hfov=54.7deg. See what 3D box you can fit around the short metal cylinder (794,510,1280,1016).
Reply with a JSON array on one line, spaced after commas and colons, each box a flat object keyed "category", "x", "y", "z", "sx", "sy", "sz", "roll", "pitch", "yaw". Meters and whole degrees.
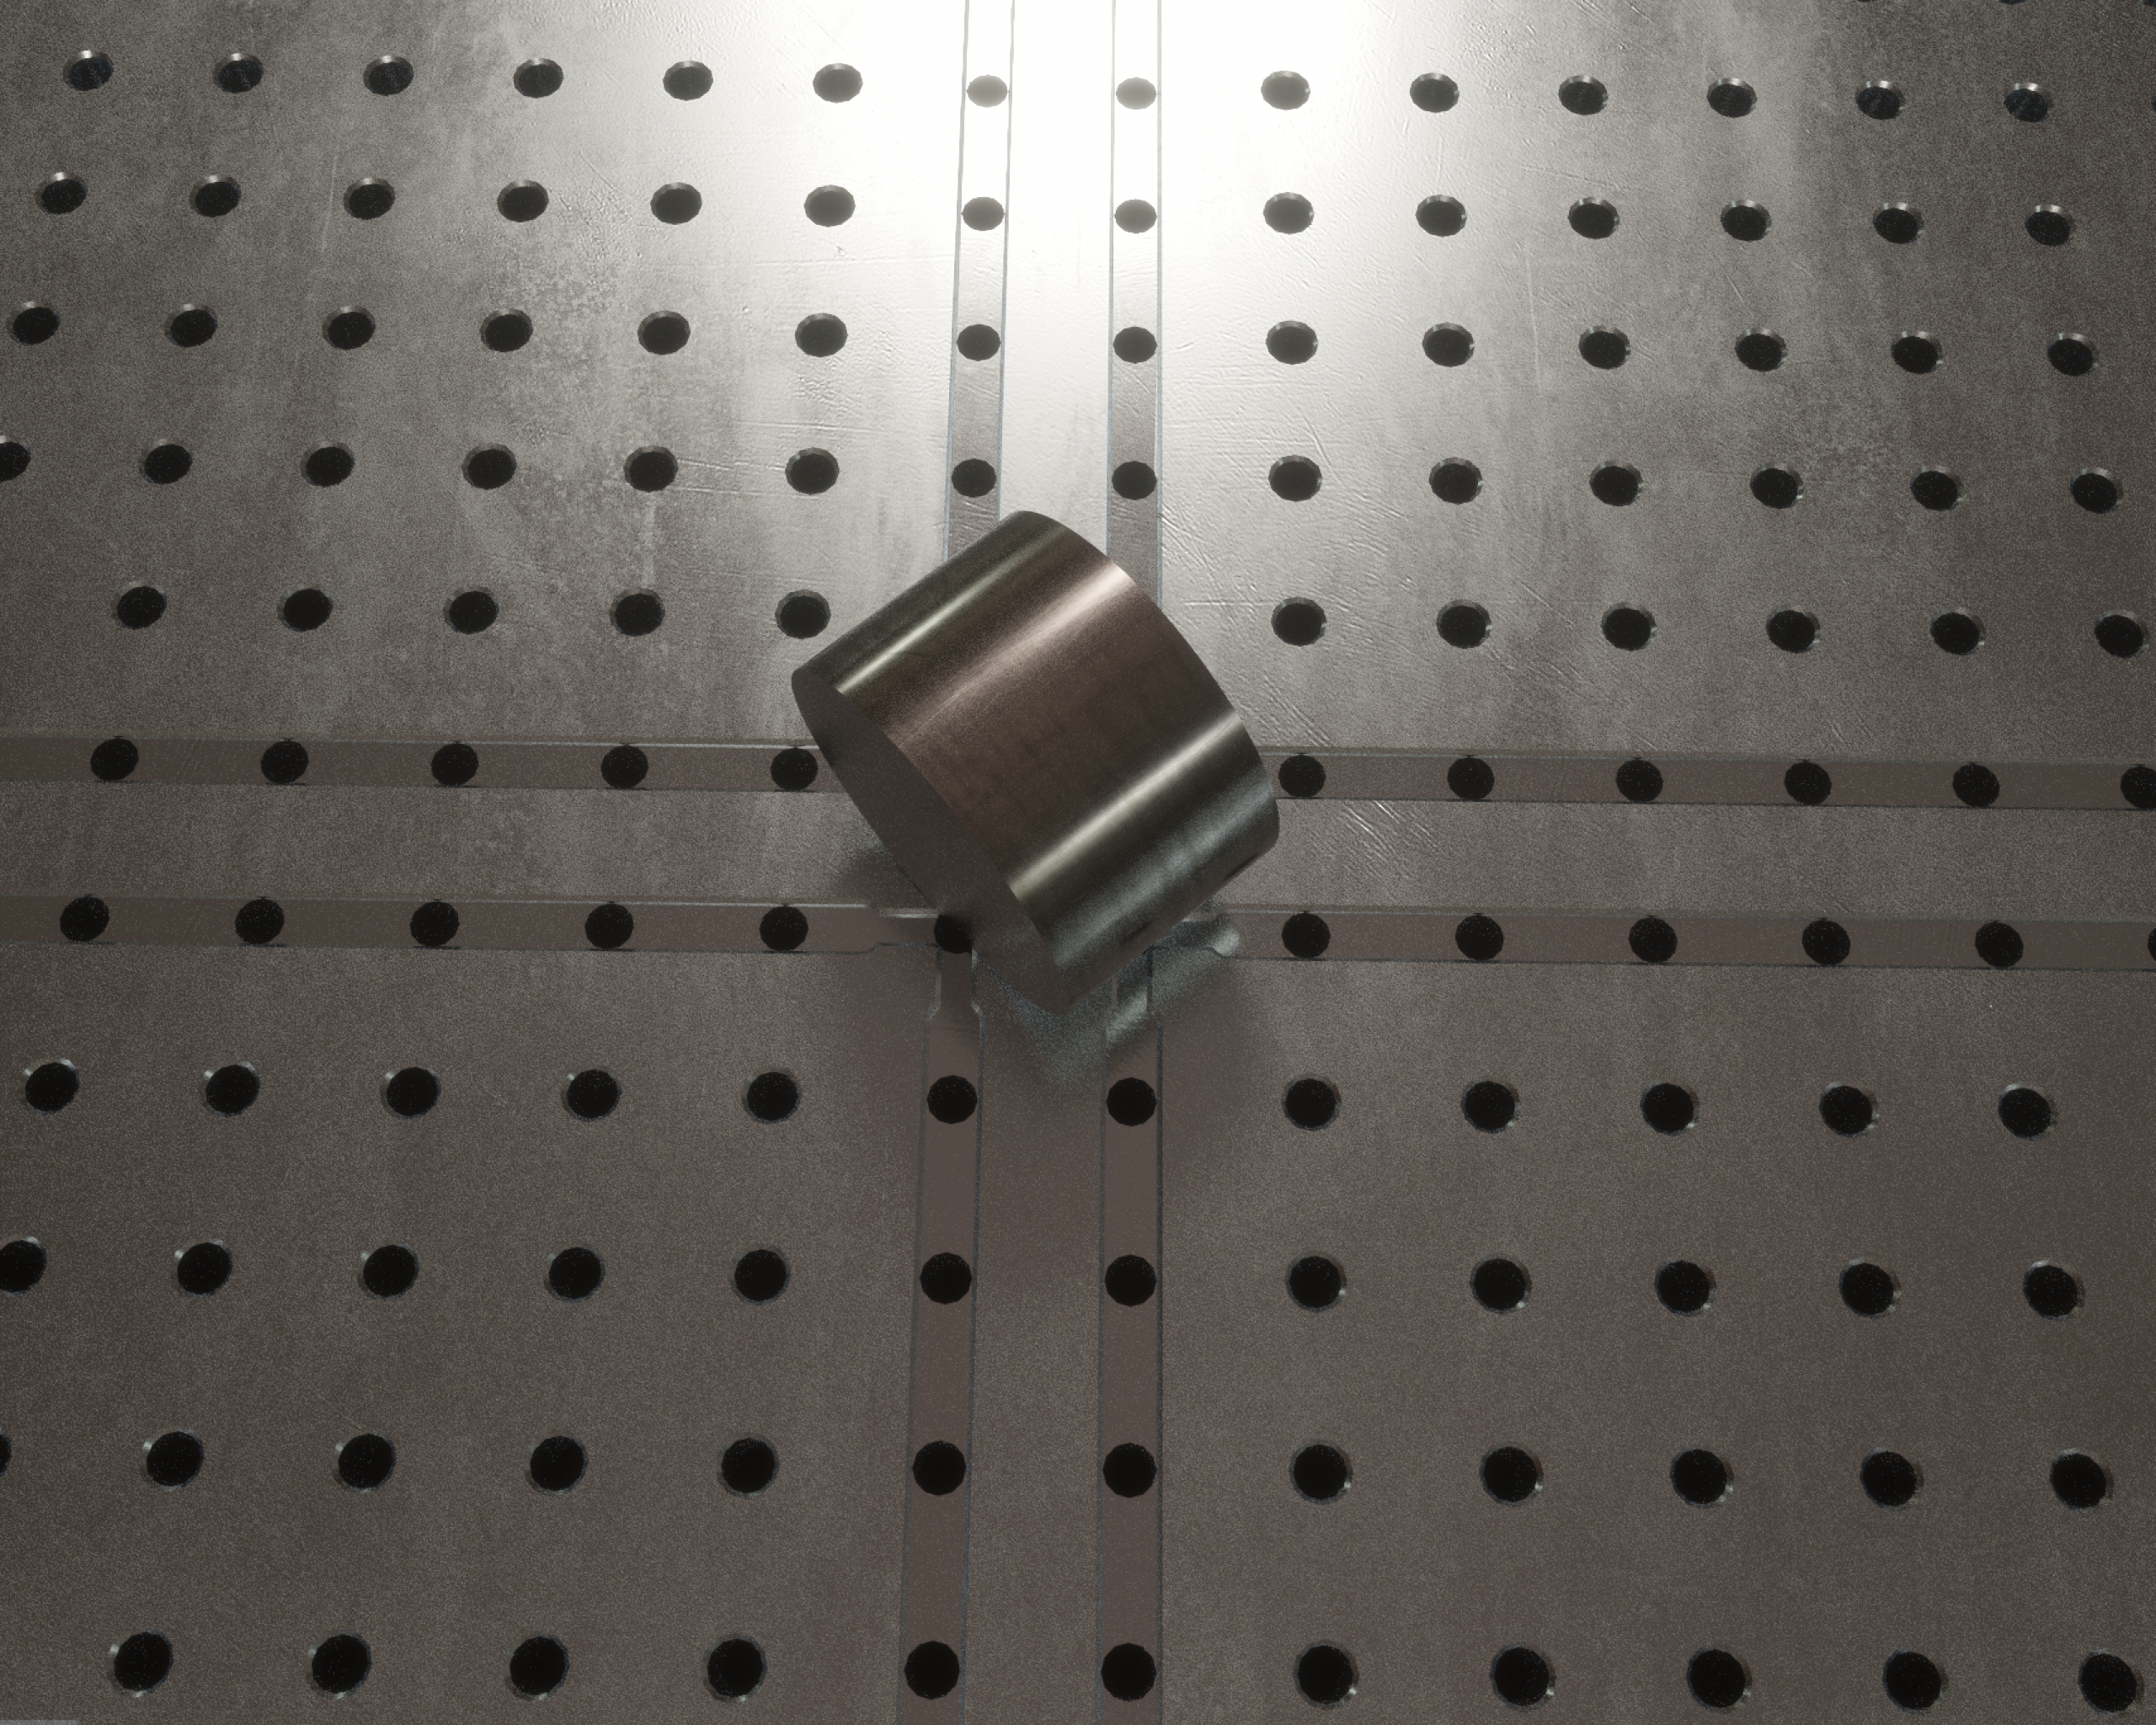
[{"category": "short metal cylinder", "x": -0.008, "y": -0.018, "z": 0.388, "sx": 0.050, "sy": 0.080, "sz": 0.080, "roll": -39, "pitch": 75, "yaw": -13}]
